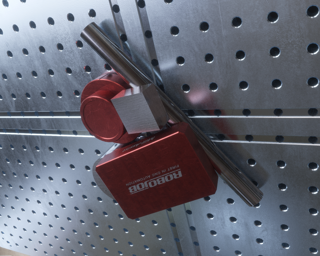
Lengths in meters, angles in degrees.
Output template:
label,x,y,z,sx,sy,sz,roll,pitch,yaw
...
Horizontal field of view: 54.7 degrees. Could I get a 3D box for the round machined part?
label,x,y,z,sx,sy,sz,roll,pitch,yaw
round machined part,-0.067,-0.020,0.417,0.098,0.042,0.097,14,125,21

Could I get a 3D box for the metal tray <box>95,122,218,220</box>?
label,x,y,z,sx,sy,sz,roll,pitch,yaw
metal tray,-0.004,0.057,0.391,0.130,0.030,0.090,-24,106,23

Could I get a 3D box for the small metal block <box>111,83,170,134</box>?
label,x,y,z,sx,sy,sz,roll,pitch,yaw
small metal block,-0.024,-0.022,0.375,0.050,0.025,0.050,-8,117,37

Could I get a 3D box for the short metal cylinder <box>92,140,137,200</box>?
label,x,y,z,sx,sy,sz,roll,pitch,yaw
short metal cylinder,-0.051,0.063,0.455,0.080,0.050,0.079,13,124,21

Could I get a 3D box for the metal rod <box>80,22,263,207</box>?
label,x,y,z,sx,sy,sz,roll,pitch,yaw
metal rod,0.017,-0.014,0.388,0.300,0.025,0.025,45,129,-4
